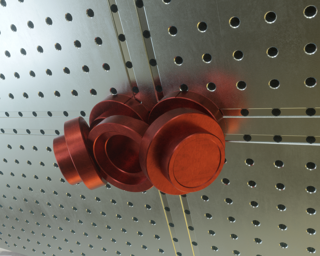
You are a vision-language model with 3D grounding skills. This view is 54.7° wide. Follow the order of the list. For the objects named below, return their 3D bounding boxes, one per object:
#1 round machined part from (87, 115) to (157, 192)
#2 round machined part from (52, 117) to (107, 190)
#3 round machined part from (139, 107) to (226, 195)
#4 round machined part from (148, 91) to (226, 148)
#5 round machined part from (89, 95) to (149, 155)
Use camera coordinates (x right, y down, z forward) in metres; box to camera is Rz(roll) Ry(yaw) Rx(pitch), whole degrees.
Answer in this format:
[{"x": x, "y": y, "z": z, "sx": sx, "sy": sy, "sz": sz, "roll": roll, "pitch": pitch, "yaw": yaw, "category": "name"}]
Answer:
[{"x": -0.037, "y": 0.027, "z": 0.379, "sx": 0.098, "sy": 0.042, "sz": 0.097, "roll": 13, "pitch": 124, "yaw": 20, "category": "round machined part"}, {"x": -0.108, "y": 0.037, "z": 0.412, "sx": 0.042, "sy": 0.098, "sz": 0.097, "roll": -21, "pitch": 112, "yaw": -4, "category": "round machined part"}, {"x": 0.031, "y": 0.030, "z": 0.336, "sx": 0.042, "sy": 0.099, "sz": 0.097, "roll": 37, "pitch": 145, "yaw": 59, "category": "round machined part"}, {"x": 0.029, "y": 0.006, "z": 0.387, "sx": 0.098, "sy": 0.042, "sz": 0.097, "roll": 13, "pitch": 124, "yaw": 20, "category": "round machined part"}, {"x": -0.058, "y": 0.006, "z": 0.432, "sx": 0.098, "sy": 0.042, "sz": 0.097, "roll": 13, "pitch": 124, "yaw": 20, "category": "round machined part"}]
